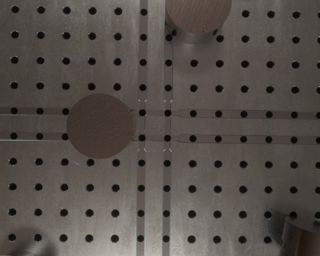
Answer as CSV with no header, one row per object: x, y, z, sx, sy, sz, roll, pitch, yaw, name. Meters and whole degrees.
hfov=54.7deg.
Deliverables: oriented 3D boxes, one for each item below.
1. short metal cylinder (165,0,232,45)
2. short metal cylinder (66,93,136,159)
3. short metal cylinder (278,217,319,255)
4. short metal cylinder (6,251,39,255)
0.047,-0.154,0.401,0.081,0.050,0.079,0,90,-1,short metal cylinder
-0.073,-0.002,0.400,0.081,0.050,0.079,0,90,-1,short metal cylinder
0.195,0.149,0.389,0.080,0.080,0.050,11,90,-1,short metal cylinder
-0.188,0.208,0.399,0.081,0.050,0.079,0,90,-1,short metal cylinder
